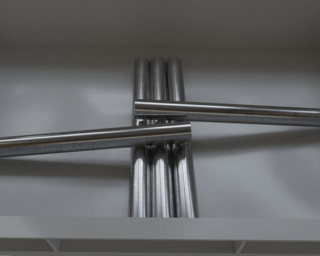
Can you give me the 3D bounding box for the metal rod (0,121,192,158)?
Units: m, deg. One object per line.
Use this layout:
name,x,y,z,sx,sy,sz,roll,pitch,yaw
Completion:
metal rod,-0.114,0.017,0.367,0.302,0.025,0.025,-5,50,3

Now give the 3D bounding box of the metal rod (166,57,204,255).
metal rod,0.026,0.012,0.394,0.025,0.025,0.300,-1,50,-1

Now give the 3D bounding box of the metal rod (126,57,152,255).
metal rod,-0.024,0.013,0.392,0.025,0.025,0.300,-1,50,-1

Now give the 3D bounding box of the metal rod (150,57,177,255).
metal rod,0.000,0.012,0.393,0.025,0.025,0.300,-1,50,-1

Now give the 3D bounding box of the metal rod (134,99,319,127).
metal rod,0.119,-0.017,0.397,0.302,0.025,0.025,2,50,-7
